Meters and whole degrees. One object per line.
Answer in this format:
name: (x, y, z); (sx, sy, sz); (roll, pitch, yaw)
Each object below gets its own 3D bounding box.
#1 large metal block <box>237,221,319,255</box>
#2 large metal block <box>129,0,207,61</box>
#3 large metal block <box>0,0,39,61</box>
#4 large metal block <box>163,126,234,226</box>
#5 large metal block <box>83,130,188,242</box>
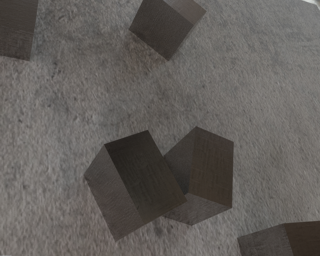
large metal block: (0.154, 0.145, 0.365); (0.081, 0.080, 0.050); (5, 60, -26)
large metal block: (0.010, -0.165, 0.477); (0.080, 0.080, 0.050); (38, 51, -3)
large metal block: (-0.191, -0.134, 0.367); (0.081, 0.050, 0.080); (8, 58, -24)
large metal block: (0.039, 0.058, 0.356); (0.050, 0.080, 0.080); (22, 53, -15)
large metal block: (-0.029, 0.060, 0.317); (0.050, 0.080, 0.080); (-19, 72, -36)
